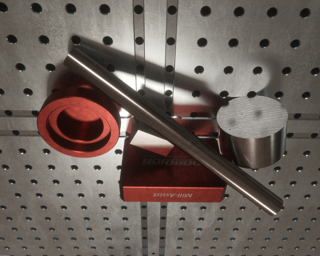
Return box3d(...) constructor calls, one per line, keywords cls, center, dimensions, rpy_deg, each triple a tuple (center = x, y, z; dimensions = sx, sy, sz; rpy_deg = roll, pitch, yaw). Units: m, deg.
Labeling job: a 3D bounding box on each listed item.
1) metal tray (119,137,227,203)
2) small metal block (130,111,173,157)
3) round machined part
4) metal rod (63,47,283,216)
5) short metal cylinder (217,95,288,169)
box3d(cls="metal tray", center=(0.016, 0.053, 0.414), dimensions=(0.131, 0.090, 0.030), rpy_deg=(1, 131, -2))
box3d(cls="small metal block", center=(-0.009, 0.003, 0.398), dimensions=(0.050, 0.050, 0.025), rpy_deg=(21, 127, -17))
box3d(cls="round machined part", center=(-0.098, -0.011, 0.390), dimensions=(0.099, 0.042, 0.097), rpy_deg=(-1, 130, 0))
box3d(cls="metal rod", center=(0.021, 0.008, 0.362), dimensions=(0.301, 0.025, 0.025), rpy_deg=(36, 123, -7))
box3d(cls="short metal cylinder", center=(0.113, 0.004, 0.380), dimensions=(0.080, 0.080, 0.050), rpy_deg=(-9, 130, 7))
